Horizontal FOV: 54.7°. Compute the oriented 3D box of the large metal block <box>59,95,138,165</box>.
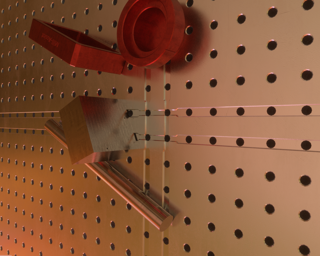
[{"bbox_3d":[-0.087,0.003,0.443,0.050,0.081,0.080,-29,72,36],"label":"large metal block"}]

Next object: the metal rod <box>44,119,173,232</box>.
[{"bbox_3d":[-0.096,0.059,0.486,0.300,0.025,0.025,32,110,35],"label":"metal rod"}]

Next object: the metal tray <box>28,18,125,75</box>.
[{"bbox_3d":[-0.124,-0.123,0.466,0.130,0.091,0.030,34,111,34],"label":"metal tray"}]

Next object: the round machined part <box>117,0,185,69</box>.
[{"bbox_3d":[-0.007,-0.126,0.402,0.098,0.042,0.097,0,90,39],"label":"round machined part"}]
